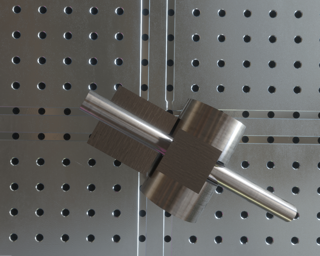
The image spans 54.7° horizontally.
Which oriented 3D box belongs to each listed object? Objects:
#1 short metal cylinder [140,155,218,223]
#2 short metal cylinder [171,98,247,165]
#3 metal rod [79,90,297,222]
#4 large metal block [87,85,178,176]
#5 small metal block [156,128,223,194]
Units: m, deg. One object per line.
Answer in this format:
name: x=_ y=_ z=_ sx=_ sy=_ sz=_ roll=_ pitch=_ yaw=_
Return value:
short metal cylinder: x=0.023 y=0.072 z=0.382 sx=0.080 sy=0.080 sz=0.050 roll=30 pitch=90 yaw=0
short metal cylinder: x=0.059 y=0.004 z=0.383 sx=0.080 sy=0.080 sz=0.050 roll=28 pitch=90 yaw=0
metal rod: x=0.046 y=0.041 z=0.371 sx=0.301 sy=0.025 sz=0.025 roll=30 pitch=90 yaw=-16
large metal block: x=-0.033 y=0.003 z=0.395 sx=0.080 sy=0.050 sz=0.080 roll=29 pitch=90 yaw=0
small metal block: x=0.031 y=0.035 z=0.331 sx=0.050 sy=0.025 sz=0.050 roll=29 pitch=90 yaw=8
